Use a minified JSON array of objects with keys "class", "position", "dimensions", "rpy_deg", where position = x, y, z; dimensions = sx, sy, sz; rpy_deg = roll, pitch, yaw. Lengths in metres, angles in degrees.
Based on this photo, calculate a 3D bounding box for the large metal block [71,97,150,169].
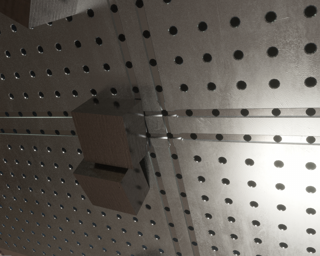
[{"class":"large metal block","position":[-0.066,0.005,0.432],"dimensions":[0.080,0.050,0.079],"rpy_deg":[6,121,25]}]

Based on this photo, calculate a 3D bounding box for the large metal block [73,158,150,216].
[{"class":"large metal block","position":[-0.071,0.081,0.470],"dimensions":[0.080,0.050,0.080],"rpy_deg":[6,135,25]}]

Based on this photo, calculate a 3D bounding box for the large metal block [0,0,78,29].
[{"class":"large metal block","position":[-0.132,-0.166,0.340],"dimensions":[0.050,0.080,0.079],"rpy_deg":[31,128,8]}]
